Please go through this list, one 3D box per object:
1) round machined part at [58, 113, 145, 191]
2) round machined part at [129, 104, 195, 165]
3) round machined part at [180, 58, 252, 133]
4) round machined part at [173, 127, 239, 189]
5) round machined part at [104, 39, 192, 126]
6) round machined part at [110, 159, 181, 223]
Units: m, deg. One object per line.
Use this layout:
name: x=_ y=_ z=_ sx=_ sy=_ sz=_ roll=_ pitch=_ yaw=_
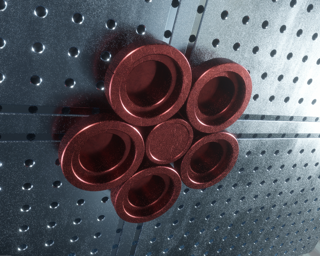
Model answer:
round machined part: x=-0.072 y=0.025 z=0.375 sx=0.099 sy=0.042 sz=0.097 roll=-14 pitch=124 yaw=-21
round machined part: x=0.004 y=0.009 z=0.406 sx=0.099 sy=0.042 sz=0.097 roll=-14 pitch=124 yaw=-21
round machined part: x=0.068 y=-0.045 z=0.408 sx=0.099 sy=0.042 sz=0.097 roll=-14 pitch=124 yaw=-21
round machined part: x=0.063 y=0.039 z=0.458 sx=0.099 sy=0.042 sz=0.097 roll=-14 pitch=124 yaw=-21
round machined part: x=-0.017 y=-0.054 z=0.357 sx=0.099 sy=0.042 sz=0.097 roll=-14 pitch=124 yaw=-21
round machined part: x=-0.023 y=0.083 z=0.437 sx=0.099 sy=0.042 sz=0.097 roll=-14 pitch=124 yaw=-21
